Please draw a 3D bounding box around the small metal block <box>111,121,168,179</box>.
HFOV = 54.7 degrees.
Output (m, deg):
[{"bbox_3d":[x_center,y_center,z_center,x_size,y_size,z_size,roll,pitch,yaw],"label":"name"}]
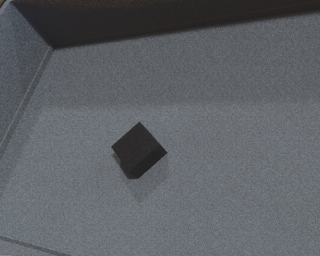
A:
[{"bbox_3d":[-0.027,0.028,0.401,0.050,0.025,0.050,-42,51,-1],"label":"small metal block"}]
